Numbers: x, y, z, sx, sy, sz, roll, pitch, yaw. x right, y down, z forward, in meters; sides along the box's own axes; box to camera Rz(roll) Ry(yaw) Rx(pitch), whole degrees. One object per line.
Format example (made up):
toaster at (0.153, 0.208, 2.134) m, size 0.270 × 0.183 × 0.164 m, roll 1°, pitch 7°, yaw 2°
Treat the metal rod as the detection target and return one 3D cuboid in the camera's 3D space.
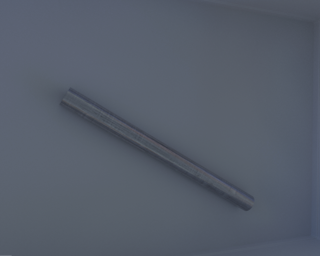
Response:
metal rod at (0.009, 0.037, 0.414) m, size 0.301 × 0.025 × 0.025 m, roll 32°, pitch 80°, yaw -18°
